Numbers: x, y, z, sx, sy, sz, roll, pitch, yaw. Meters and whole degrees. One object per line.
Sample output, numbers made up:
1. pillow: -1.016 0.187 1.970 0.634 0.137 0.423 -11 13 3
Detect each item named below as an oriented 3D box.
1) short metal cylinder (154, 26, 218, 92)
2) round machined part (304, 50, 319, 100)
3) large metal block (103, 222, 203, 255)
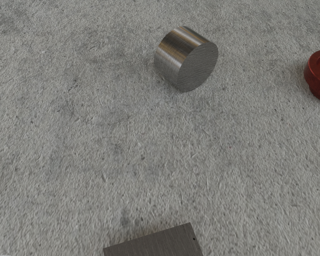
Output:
1. short metal cylinder: 0.038 -0.100 0.452 0.081 0.080 0.050 -32 57 -24
2. round machined part: 0.262 -0.071 0.455 0.099 0.042 0.098 0 50 0
3. large metal block: 0.001 0.140 0.269 0.081 0.050 0.080 -13 51 -11
